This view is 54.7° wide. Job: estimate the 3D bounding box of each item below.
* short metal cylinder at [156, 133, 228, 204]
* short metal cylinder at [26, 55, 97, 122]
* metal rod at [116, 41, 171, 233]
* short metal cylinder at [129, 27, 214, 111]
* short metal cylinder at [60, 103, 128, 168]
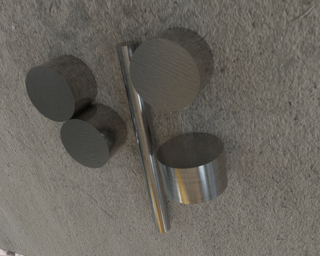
[{"bbox_3d":[0.040,0.047,0.379,0.080,0.080,0.050,2,119,27],"label":"short metal cylinder"},{"bbox_3d":[-0.135,-0.055,0.428,0.080,0.050,0.079,13,124,21],"label":"short metal cylinder"},{"bbox_3d":[-0.017,0.031,0.434,0.025,0.025,0.298,5,121,26],"label":"metal rod"},{"bbox_3d":[0.014,-0.065,0.343,0.080,0.050,0.079,13,124,21],"label":"short metal cylinder"},{"bbox_3d":[-0.094,0.011,0.447,0.080,0.050,0.079,13,124,21],"label":"short metal cylinder"}]
